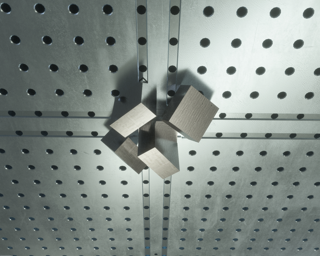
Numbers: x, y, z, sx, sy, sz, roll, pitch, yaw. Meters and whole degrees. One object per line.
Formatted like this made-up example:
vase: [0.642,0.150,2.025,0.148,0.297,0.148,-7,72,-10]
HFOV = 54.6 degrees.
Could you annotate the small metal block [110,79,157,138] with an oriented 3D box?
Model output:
small metal block: [-0.031,-0.024,0.374,0.050,0.050,0.025,-34,123,25]

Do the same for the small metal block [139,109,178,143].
small metal block: [-0.003,0.002,0.413,0.050,0.025,0.050,-1,130,-1]

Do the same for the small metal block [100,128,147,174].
small metal block: [-0.046,0.030,0.416,0.025,0.050,0.050,-48,123,-10]

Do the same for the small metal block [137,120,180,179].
small metal block: [-0.001,0.027,0.384,0.025,0.050,0.050,-30,125,22]

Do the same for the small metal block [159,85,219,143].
small metal block: [0.036,-0.018,0.379,0.050,0.025,0.050,35,82,-26]
